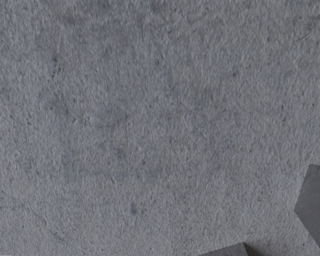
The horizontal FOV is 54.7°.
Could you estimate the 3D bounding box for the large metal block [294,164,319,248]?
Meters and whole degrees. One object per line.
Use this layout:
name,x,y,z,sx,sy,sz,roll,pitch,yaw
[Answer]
large metal block,0.235,0.106,0.423,0.050,0.080,0.079,7,110,-3

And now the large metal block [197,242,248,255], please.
large metal block,0.108,0.238,0.486,0.080,0.050,0.080,-20,109,6
